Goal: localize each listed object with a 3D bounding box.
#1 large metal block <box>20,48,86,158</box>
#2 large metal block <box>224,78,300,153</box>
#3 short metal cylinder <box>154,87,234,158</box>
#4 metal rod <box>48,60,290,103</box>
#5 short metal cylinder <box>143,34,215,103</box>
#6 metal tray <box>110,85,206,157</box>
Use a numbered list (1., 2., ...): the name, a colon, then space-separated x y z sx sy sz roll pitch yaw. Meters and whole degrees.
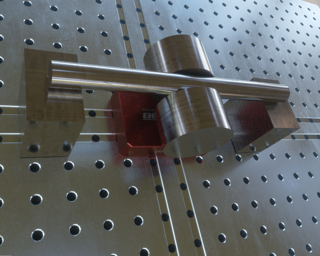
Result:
1. large metal block: -0.116 -0.023 0.322 0.050 0.080 0.080 1 62 -28
2. large metal block: 0.144 -0.017 0.459 0.050 0.080 0.080 1 62 -28
3. short metal cylinder: 0.038 -0.004 0.357 0.081 0.080 0.050 1 62 -28
4. metal rod: 0.034 -0.048 0.352 0.303 0.025 0.025 0 62 -28
5. short metal cylinder: 0.023 -0.071 0.390 0.081 0.080 0.050 1 62 -28
6. metal tray: 0.006 -0.010 0.414 0.131 0.030 0.090 1 61 -28
